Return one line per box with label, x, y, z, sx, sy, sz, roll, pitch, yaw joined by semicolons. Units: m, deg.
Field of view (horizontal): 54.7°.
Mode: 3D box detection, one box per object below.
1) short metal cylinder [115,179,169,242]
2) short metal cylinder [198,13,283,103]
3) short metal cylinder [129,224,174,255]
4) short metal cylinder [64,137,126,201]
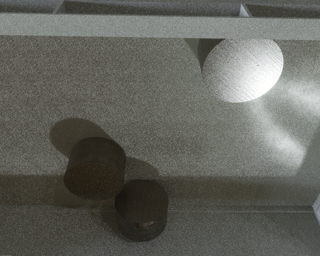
short metal cylinder;-0.028;0.127;0.481;0.081;0.080;0.050;1;130;-2
short metal cylinder;0.083;-0.074;0.331;0.081;0.050;0.079;0;130;0
short metal cylinder;-0.016;0.217;0.580;0.081;0.050;0.079;0;130;0
short metal cylinder;-0.091;0.059;0.442;0.081;0.050;0.079;0;130;0
